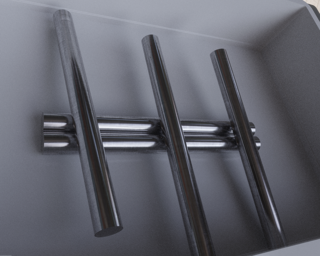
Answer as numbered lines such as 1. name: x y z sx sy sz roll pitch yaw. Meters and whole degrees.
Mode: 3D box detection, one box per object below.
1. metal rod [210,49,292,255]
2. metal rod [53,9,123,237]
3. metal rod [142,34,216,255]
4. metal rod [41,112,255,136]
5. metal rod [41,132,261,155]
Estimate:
1. metal rod: 0.120 0.028 0.425 0.025 0.025 0.299 -4 72 -30
2. metal rod: -0.088 -0.031 0.345 0.025 0.025 0.299 -1 54 -29
3. metal rod: 0.016 0.007 0.378 0.025 0.025 0.299 1 61 -28
4. metal rod: 0.005 -0.001 0.409 0.303 0.025 0.025 2 61 -28
5. metal rod: 0.009 0.020 0.398 0.303 0.025 0.025 2 61 -28
